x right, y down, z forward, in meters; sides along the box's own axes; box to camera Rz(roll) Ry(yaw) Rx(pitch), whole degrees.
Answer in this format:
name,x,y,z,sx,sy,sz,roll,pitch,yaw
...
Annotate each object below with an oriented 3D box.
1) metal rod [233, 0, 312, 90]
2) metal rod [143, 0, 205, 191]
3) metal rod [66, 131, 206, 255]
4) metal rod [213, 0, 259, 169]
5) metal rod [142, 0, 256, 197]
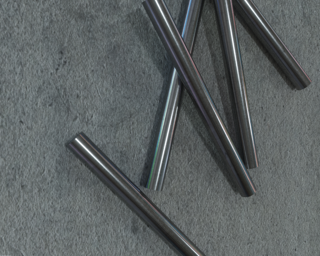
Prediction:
name,x,y,z,sx,sy,sz,roll,pitch,yaw
metal rod,0.129,-0.174,0.455,0.300,0.025,0.025,47,76,-14
metal rod,0.024,-0.066,0.417,0.025,0.025,0.299,15,85,-20
metal rod,-0.005,0.120,0.407,0.025,0.025,0.300,-46,104,-14
metal rod,0.103,-0.087,0.433,0.025,0.025,0.298,-16,100,-19
metal rod,0.060,-0.029,0.410,0.025,0.025,0.299,-35,109,-16
